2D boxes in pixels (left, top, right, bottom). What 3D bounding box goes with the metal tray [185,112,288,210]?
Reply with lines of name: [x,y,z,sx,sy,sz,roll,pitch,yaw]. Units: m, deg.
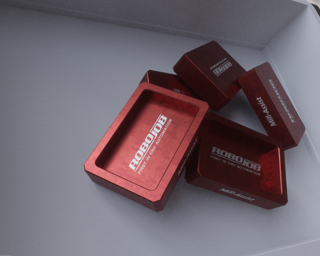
metal tray: [0.099,0.041,0.391,0.131,0.030,0.090,21,57,-18]

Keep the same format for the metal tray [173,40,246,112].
metal tray: [0.085,-0.085,0.479,0.090,0.030,0.131,46,36,4]

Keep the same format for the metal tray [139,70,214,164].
metal tray: [0.024,-0.013,0.423,0.091,0.030,0.130,6,59,-25]

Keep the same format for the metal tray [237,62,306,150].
metal tray: [0.178,-0.036,0.488,0.091,0.030,0.130,-29,90,-54]

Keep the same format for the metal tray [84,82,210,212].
metal tray: [-0.010,0.015,0.346,0.090,0.030,0.130,21,62,18]
